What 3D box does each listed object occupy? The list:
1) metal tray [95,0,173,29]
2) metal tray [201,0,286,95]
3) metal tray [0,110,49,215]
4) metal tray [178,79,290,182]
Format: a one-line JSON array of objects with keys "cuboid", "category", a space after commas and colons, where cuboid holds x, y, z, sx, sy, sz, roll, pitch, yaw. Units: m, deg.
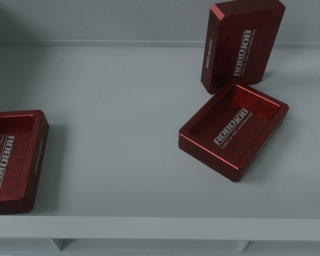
[{"cuboid": [-0.051, -0.246, 0.610, 0.131, 0.030, 0.090, -23, 54, -19], "category": "metal tray"}, {"cuboid": [0.110, -0.111, 0.431, 0.091, 0.129, 0.030, -14, 52, -12], "category": "metal tray"}, {"cuboid": [-0.190, 0.037, 0.369, 0.091, 0.030, 0.130, -4, 50, -3], "category": "metal tray"}, {"cuboid": [0.097, -0.003, 0.404, 0.090, 0.030, 0.131, 32, 57, 24], "category": "metal tray"}]
